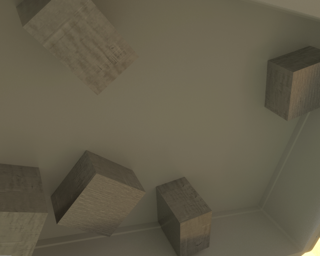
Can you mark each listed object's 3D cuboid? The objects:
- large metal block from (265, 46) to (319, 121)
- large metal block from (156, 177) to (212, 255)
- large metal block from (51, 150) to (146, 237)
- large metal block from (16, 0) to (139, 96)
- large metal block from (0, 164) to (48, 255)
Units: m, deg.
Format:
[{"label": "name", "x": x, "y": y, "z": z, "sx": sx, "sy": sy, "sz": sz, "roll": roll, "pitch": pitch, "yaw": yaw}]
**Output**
[{"label": "large metal block", "x": 0.208, "y": -0.068, "z": 0.464, "sx": 0.081, "sy": 0.050, "sz": 0.080, "roll": -21, "pitch": 127, "yaw": -16}, {"label": "large metal block", "x": 0.035, "y": 0.137, "z": 0.476, "sx": 0.050, "sy": 0.080, "sz": 0.079, "roll": -16, "pitch": 125, "yaw": -20}, {"label": "large metal block", "x": -0.080, "y": 0.087, "z": 0.402, "sx": 0.080, "sy": 0.050, "sz": 0.080, "roll": 31, "pitch": 101, "yaw": -38}, {"label": "large metal block", "x": -0.075, "y": -0.087, "z": 0.278, "sx": 0.050, "sy": 0.080, "sz": 0.080, "roll": -43, "pitch": 129, "yaw": 2}, {"label": "large metal block", "x": -0.166, "y": 0.096, "z": 0.342, "sx": 0.050, "sy": 0.080, "sz": 0.080, "roll": 13, "pitch": 112, "yaw": -34}]
